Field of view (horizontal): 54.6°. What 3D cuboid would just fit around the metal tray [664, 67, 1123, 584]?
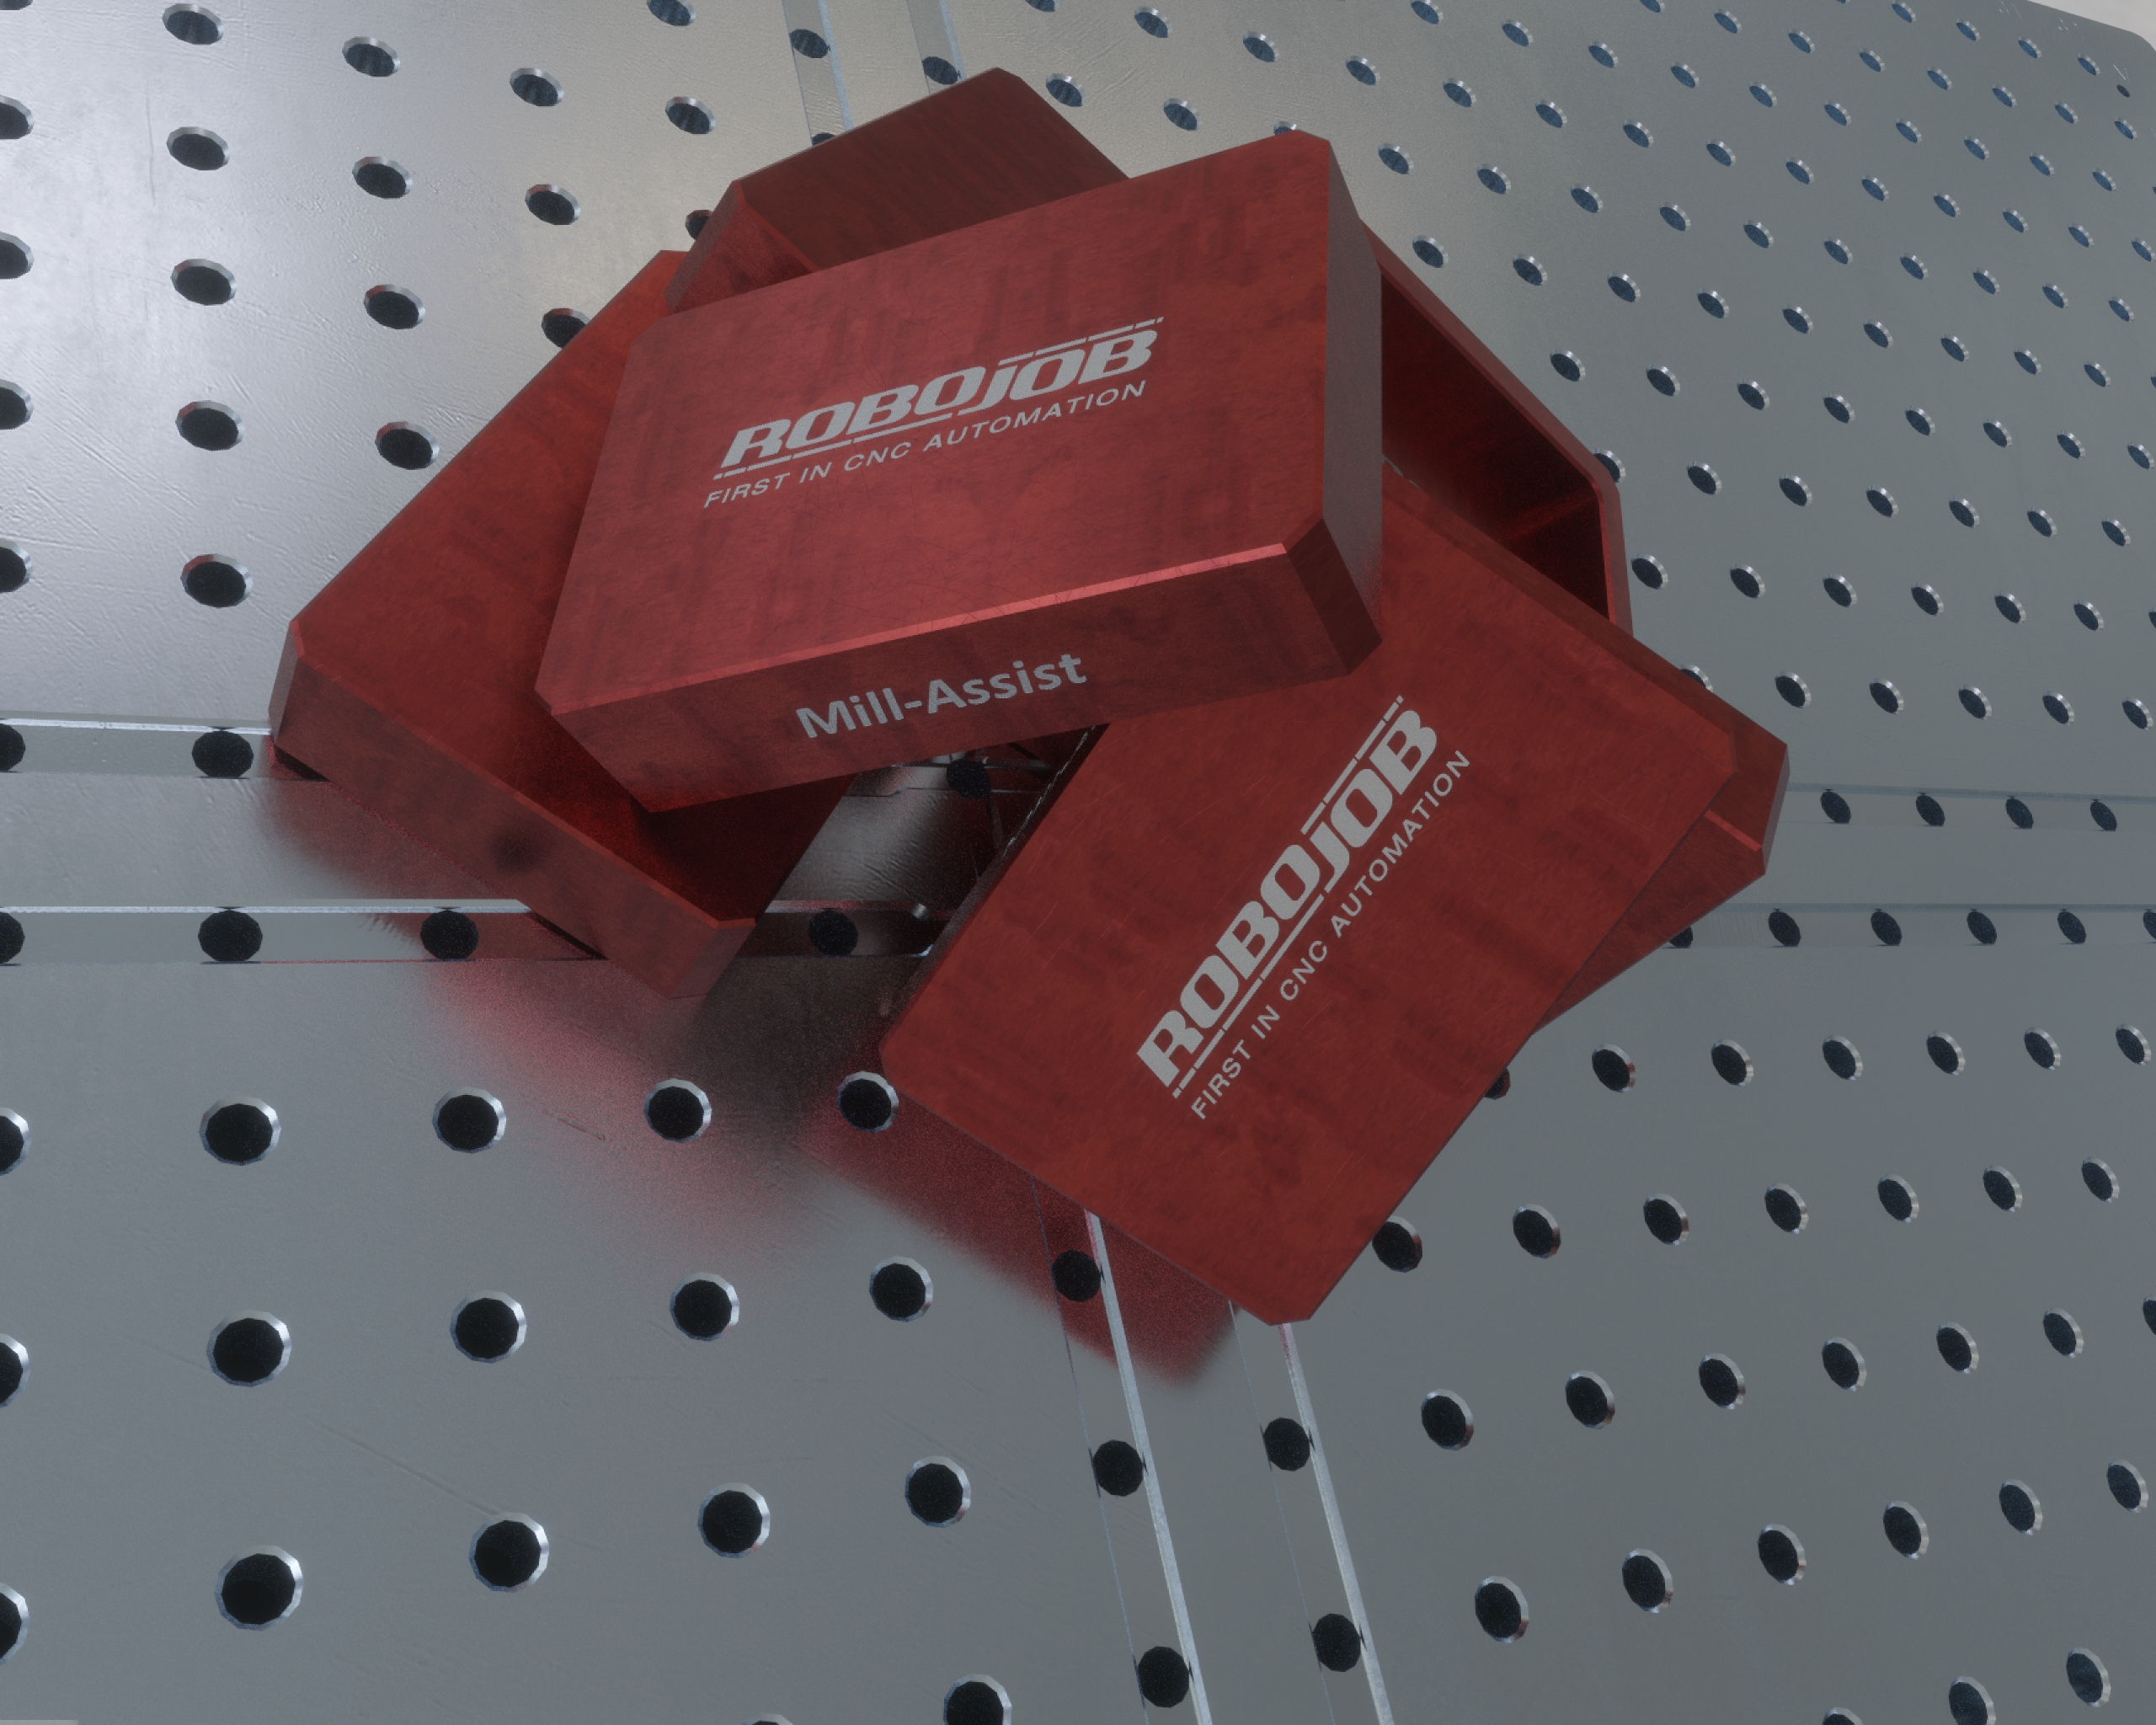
[{"bbox_3d":[-0.016,-0.116,0.443,0.090,0.030,0.131,42,37,-4],"label":"metal tray"}]

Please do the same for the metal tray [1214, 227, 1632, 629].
[{"bbox_3d":[0.076,-0.080,0.463,0.130,0.030,0.090,32,48,-36],"label":"metal tray"}]

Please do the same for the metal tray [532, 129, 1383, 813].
[{"bbox_3d":[-0.018,-0.062,0.339,0.030,0.130,0.090,54,33,-49],"label":"metal tray"}]

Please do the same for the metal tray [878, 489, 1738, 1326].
[{"bbox_3d":[0.037,0.005,0.363,0.090,0.130,0.030,34,13,-6],"label":"metal tray"}]

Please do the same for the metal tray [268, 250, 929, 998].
[{"bbox_3d":[-0.075,-0.049,0.394,0.090,0.030,0.130,34,51,-7],"label":"metal tray"}]

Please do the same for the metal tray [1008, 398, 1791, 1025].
[{"bbox_3d":[0.059,-0.024,0.411,0.130,0.090,0.030,33,51,-7],"label":"metal tray"}]
